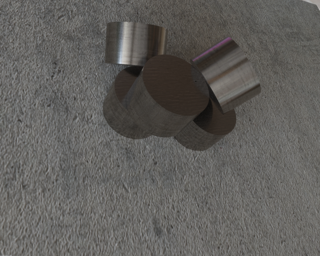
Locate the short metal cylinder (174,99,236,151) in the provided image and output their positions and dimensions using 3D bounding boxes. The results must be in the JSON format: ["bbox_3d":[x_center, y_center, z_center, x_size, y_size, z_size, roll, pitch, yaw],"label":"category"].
[{"bbox_3d":[0.057,-0.014,0.430,0.081,0.050,0.080,14,56,-21],"label":"short metal cylinder"}]

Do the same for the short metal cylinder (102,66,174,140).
[{"bbox_3d":[-0.027,-0.032,0.395,0.081,0.050,0.080,14,56,-21],"label":"short metal cylinder"}]

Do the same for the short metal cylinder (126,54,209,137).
[{"bbox_3d":[0.008,-0.036,0.352,0.081,0.050,0.080,14,56,-21],"label":"short metal cylinder"}]

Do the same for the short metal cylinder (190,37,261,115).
[{"bbox_3d":[0.079,-0.063,0.380,0.050,0.080,0.080,-31,75,6],"label":"short metal cylinder"}]

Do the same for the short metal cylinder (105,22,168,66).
[{"bbox_3d":[-0.032,-0.108,0.412,0.081,0.080,0.050,0,101,-29],"label":"short metal cylinder"}]
